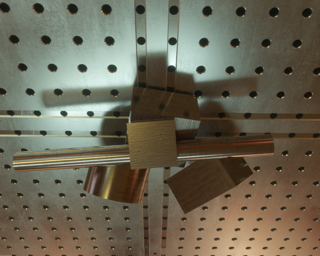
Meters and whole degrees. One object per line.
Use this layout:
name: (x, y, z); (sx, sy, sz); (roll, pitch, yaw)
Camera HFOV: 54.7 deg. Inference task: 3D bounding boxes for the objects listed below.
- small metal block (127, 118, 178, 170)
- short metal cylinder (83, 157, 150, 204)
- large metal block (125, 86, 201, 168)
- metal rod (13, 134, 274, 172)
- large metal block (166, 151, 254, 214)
small metal block: (-0.007, 0.017, 0.340); (0.050, 0.025, 0.050); (-4, 95, 3)
short metal cylinder: (-0.057, 0.066, 0.418); (0.081, 0.080, 0.050); (15, 86, -13)
large metal block: (-0.001, 0.000, 0.390); (0.081, 0.050, 0.079); (8, 130, -7)
metal rod: (-0.022, 0.030, 0.367); (0.302, 0.025, 0.025); (-4, 130, 3)
large metal block: (0.069, 0.066, 0.419); (0.080, 0.050, 0.080); (-37, 165, 27)
